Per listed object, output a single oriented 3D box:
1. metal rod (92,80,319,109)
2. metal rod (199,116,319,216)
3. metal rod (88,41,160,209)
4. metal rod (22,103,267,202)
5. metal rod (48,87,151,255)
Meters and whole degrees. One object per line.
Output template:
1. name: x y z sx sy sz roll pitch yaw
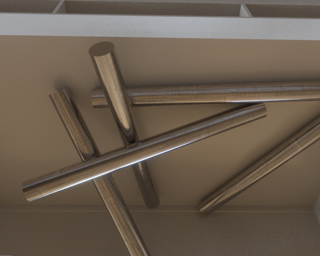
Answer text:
1. metal rod: 0.071 -0.041 0.375 0.302 0.025 0.025 -2 130 1
2. metal rod: 0.166 0.047 0.451 0.025 0.025 0.299 30 124 -23
3. metal rod: -0.034 0.024 0.405 0.025 0.025 0.299 -7 137 5
4. metal rod: -0.013 0.024 0.376 0.302 0.025 0.025 -19 130 -6
5. metal rod: -0.064 0.089 0.406 0.025 0.025 0.299 -20 104 15
